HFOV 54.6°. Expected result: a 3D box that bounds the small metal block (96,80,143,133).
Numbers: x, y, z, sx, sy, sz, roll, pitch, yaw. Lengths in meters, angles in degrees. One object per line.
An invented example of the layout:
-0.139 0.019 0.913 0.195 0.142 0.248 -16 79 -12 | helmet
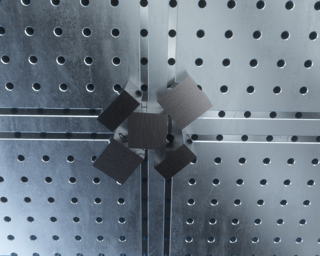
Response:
-0.049 -0.028 0.389 0.025 0.050 0.050 42 105 -15 | small metal block

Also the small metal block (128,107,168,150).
-0.016 0.000 0.413 0.050 0.025 0.050 4 109 0 | small metal block

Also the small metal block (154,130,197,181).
0.020 0.035 0.413 0.050 0.050 0.025 -40 105 13 | small metal block

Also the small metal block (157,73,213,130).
0.032 -0.035 0.401 0.050 0.025 0.050 -38 106 13 | small metal block

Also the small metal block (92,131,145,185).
-0.056 0.042 0.428 0.050 0.025 0.050 36 106 -13 | small metal block
